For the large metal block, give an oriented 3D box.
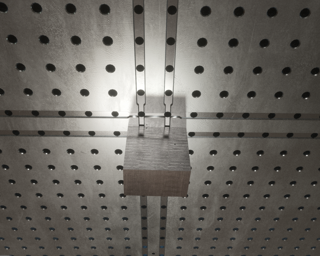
[{"bbox_3d":[-0.005,0.043,0.412,0.081,0.080,0.050,2,130,-2],"label":"large metal block"}]
